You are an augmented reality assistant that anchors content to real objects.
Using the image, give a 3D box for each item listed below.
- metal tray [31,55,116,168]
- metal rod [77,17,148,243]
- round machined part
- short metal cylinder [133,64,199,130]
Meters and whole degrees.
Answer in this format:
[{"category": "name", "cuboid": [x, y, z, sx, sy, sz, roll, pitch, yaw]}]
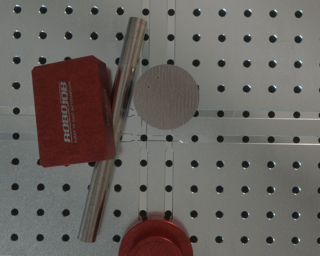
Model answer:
[{"category": "metal tray", "cuboid": [-0.110, -0.019, 0.395, 0.090, 0.030, 0.129, -8, 85, 12]}, {"category": "metal rod", "cuboid": [-0.063, 0.002, 0.412, 0.025, 0.025, 0.298, 13, 90, 0]}, {"category": "round machined part", "cuboid": [-0.005, 0.168, 0.405, 0.099, 0.042, 0.097, 0, 90, 0]}, {"category": "short metal cylinder", "cuboid": [0.008, -0.038, 0.401, 0.081, 0.050, 0.080, 0, 90, 0]}]
